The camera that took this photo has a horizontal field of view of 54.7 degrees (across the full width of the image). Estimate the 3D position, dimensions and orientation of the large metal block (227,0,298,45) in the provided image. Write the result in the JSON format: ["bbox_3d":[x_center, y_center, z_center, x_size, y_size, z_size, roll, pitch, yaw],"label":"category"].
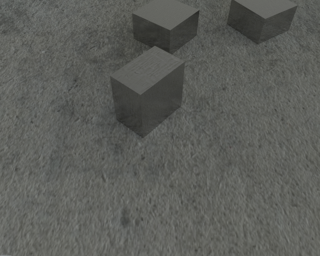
[{"bbox_3d":[0.183,-0.205,0.562,0.081,0.050,0.080,-27,56,-22],"label":"large metal block"}]

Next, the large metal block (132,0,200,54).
[{"bbox_3d":[0.010,-0.180,0.538,0.080,0.050,0.080,32,57,24],"label":"large metal block"}]

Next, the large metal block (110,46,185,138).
[{"bbox_3d":[-0.014,-0.047,0.407,0.050,0.080,0.080,34,58,25],"label":"large metal block"}]
